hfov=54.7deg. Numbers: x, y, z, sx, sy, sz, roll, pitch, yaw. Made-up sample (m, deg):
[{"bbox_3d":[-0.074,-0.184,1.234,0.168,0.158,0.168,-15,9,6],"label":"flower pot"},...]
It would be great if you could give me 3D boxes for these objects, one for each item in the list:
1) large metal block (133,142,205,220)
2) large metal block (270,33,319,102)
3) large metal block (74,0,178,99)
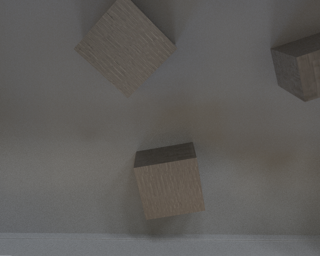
[{"bbox_3d":[0.014,0.072,0.424,0.080,0.050,0.079,-10,110,3],"label":"large metal block"},{"bbox_3d":[0.185,-0.076,0.356,0.080,0.080,0.050,-18,109,6],"label":"large metal block"},{"bbox_3d":[-0.038,-0.095,0.362,0.080,0.050,0.080,43,104,-14],"label":"large metal block"}]
